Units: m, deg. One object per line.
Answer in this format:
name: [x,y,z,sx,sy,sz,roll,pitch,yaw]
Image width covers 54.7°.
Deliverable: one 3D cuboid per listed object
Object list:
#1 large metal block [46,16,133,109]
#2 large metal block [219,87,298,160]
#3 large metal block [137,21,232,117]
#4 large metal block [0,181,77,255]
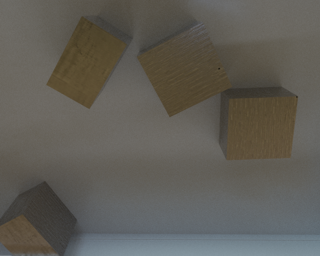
large metal block: [-0.076,-0.078,0.352,0.050,0.080,0.080,31,107,-11]
large metal block: [0.122,-0.007,0.397,0.081,0.050,0.079,-2,110,0]
large metal block: [0.028,-0.072,0.372,0.080,0.050,0.080,-26,108,9]
large metal block: [-0.169,0.135,0.429,0.050,0.080,0.080,-29,108,10]
